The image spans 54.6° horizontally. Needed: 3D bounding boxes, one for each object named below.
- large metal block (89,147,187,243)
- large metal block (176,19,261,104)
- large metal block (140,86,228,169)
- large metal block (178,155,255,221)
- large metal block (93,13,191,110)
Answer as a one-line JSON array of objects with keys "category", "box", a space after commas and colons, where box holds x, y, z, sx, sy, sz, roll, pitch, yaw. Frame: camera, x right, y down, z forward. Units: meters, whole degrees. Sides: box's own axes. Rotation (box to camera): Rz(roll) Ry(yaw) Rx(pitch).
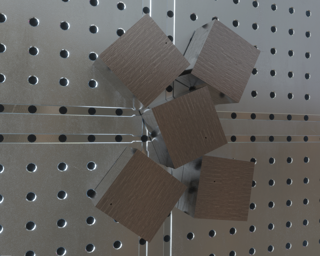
[{"category": "large metal block", "box": [-0.028, 0.080, 0.387, 0.080, 0.050, 0.080, 39, 77, -16]}, {"category": "large metal block", "box": [0.078, -0.087, 0.427, 0.080, 0.050, 0.080, 28, 81, -21]}, {"category": "large metal block", "box": [0.031, -0.002, 0.409, 0.081, 0.050, 0.080, -24, 98, -18]}, {"category": "large metal block", "box": [0.077, 0.080, 0.427, 0.081, 0.050, 0.080, 10, 87, -20]}, {"category": "large metal block", "box": [-0.024, -0.080, 0.390, 0.080, 0.050, 0.080, -46, 104, -14]}]
